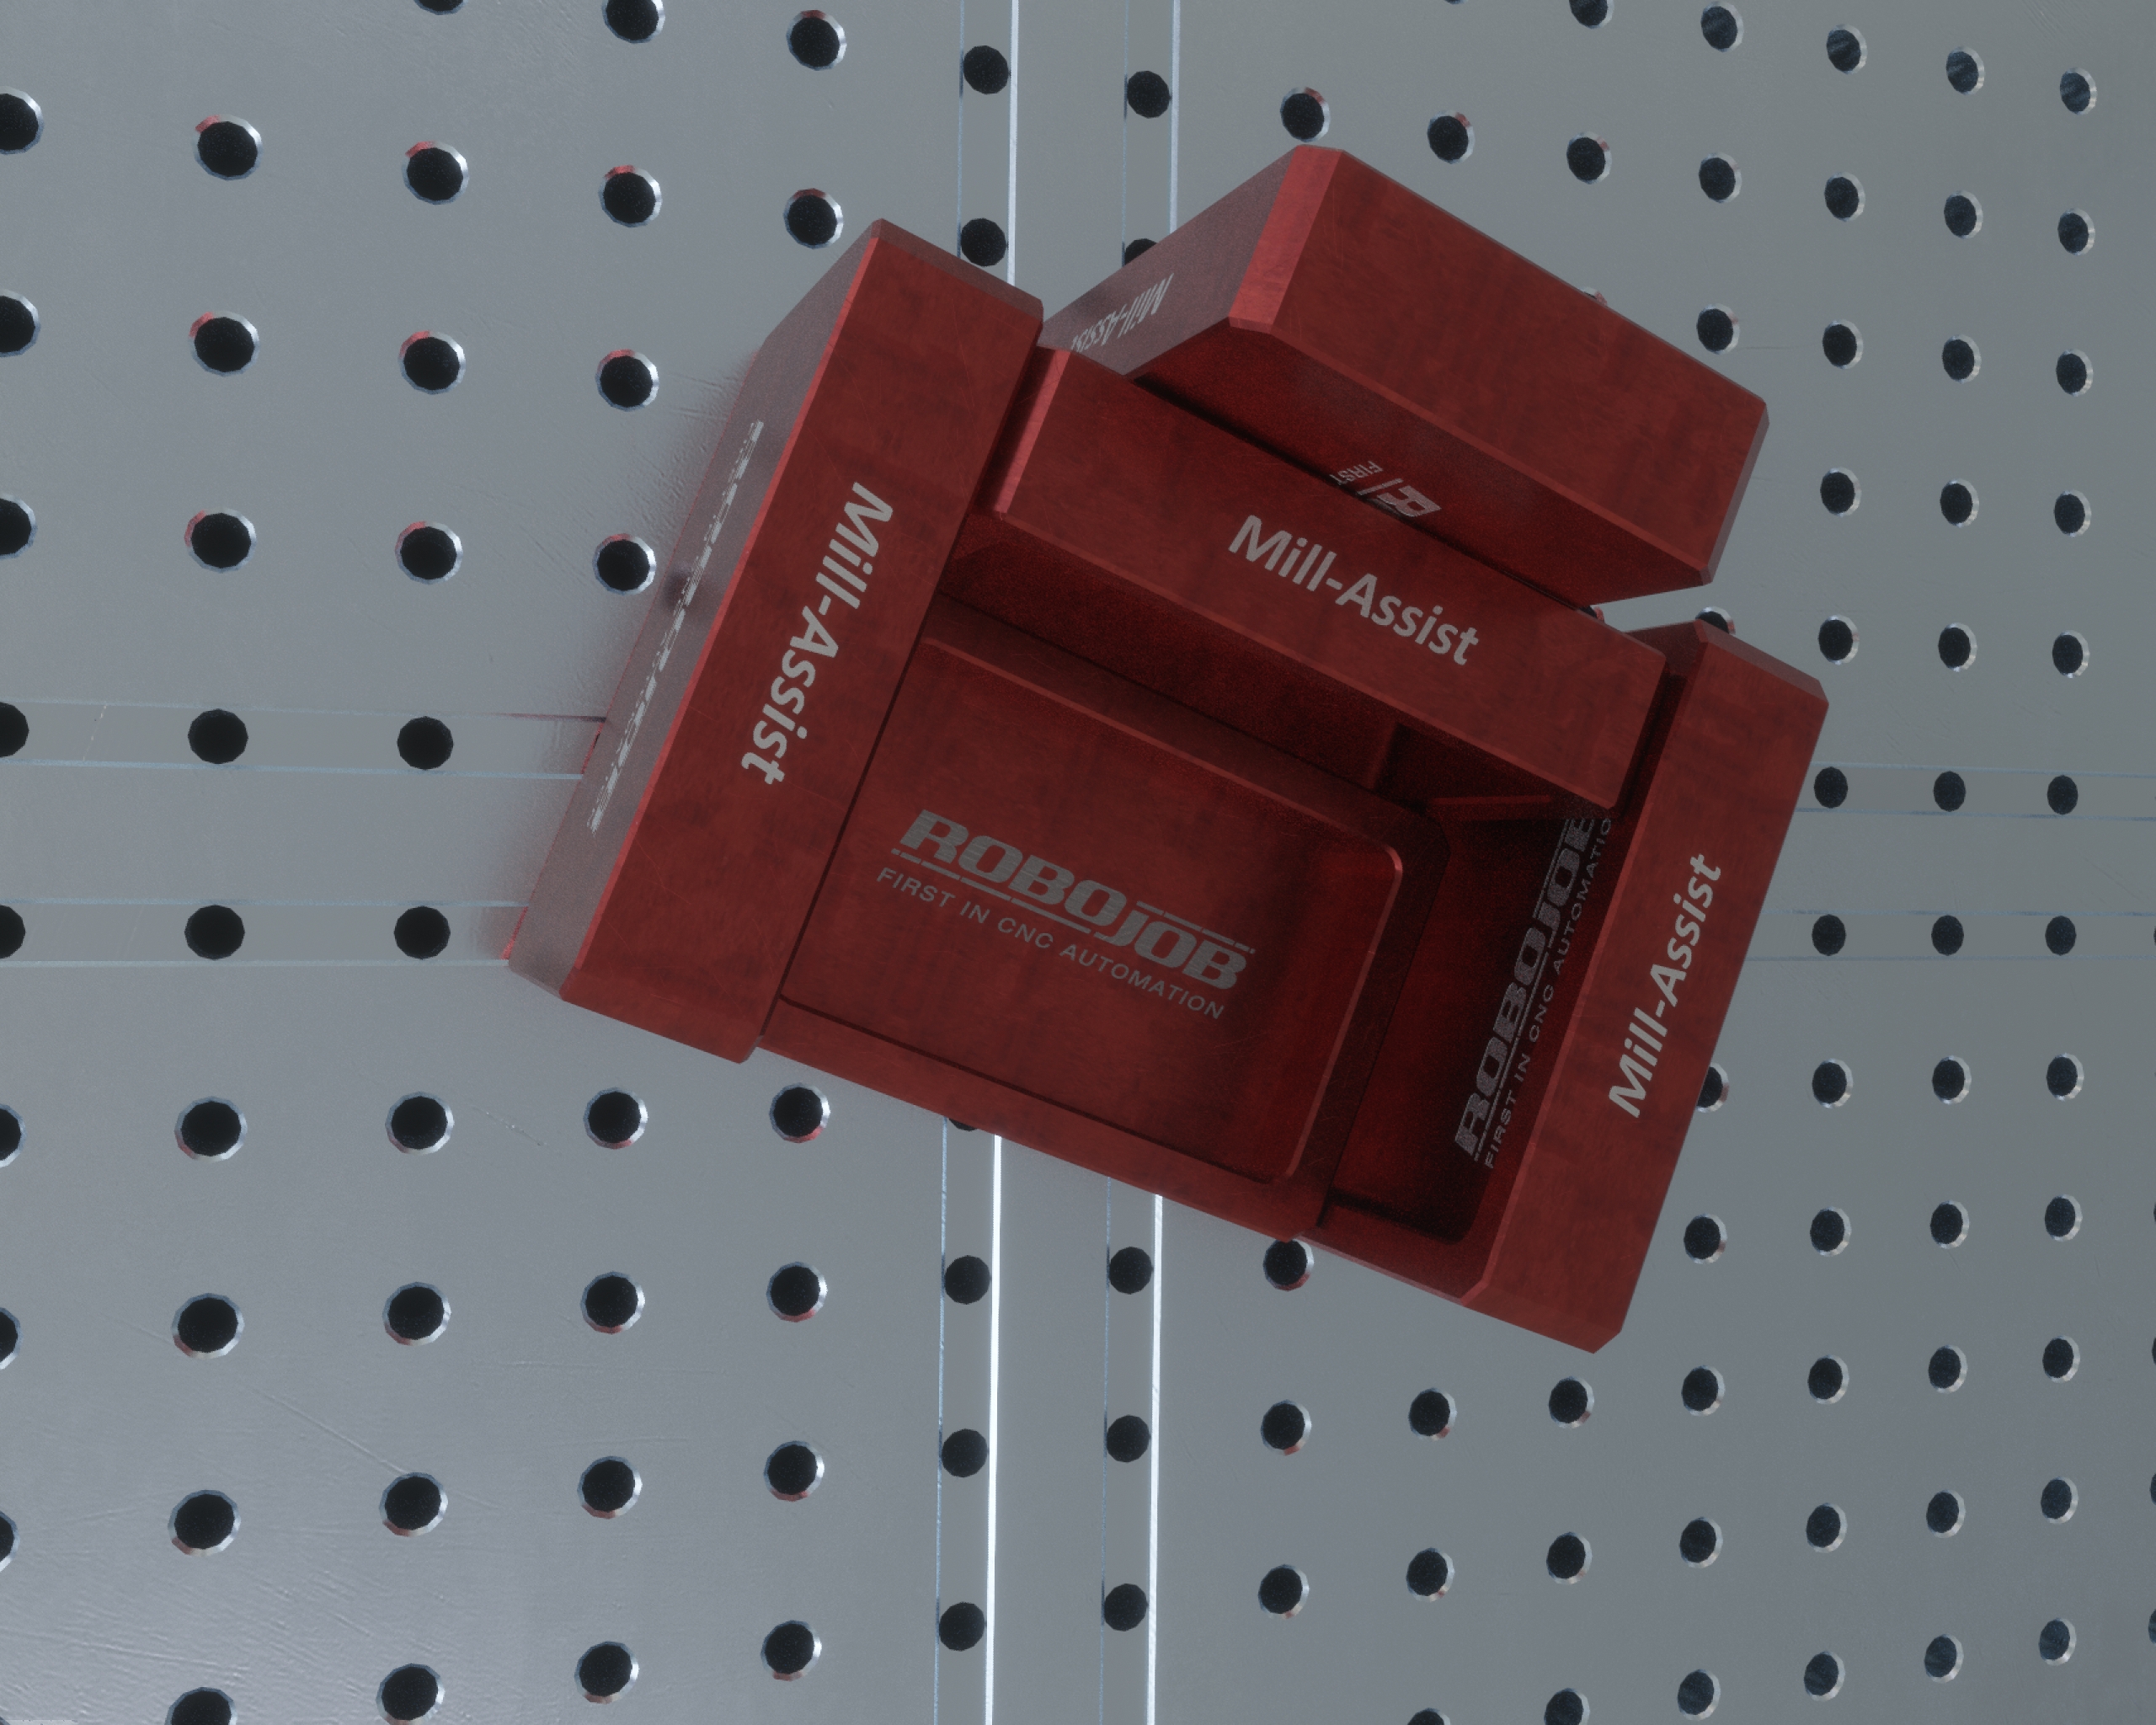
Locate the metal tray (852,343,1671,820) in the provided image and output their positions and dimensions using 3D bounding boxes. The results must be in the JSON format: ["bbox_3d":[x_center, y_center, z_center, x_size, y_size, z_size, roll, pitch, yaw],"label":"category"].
[{"bbox_3d":[0.031,-0.046,0.389,0.131,0.090,0.030,23,83,-19],"label":"metal tray"}]

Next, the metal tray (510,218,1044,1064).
[{"bbox_3d":[-0.055,-0.035,0.357,0.030,0.090,0.130,23,82,-19],"label":"metal tray"}]

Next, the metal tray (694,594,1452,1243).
[{"bbox_3d":[0.000,0.011,0.409,0.131,0.030,0.090,23,82,-19],"label":"metal tray"}]

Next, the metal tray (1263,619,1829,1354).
[{"bbox_3d":[0.088,0.021,0.409,0.030,0.090,0.130,23,83,-19],"label":"metal tray"}]

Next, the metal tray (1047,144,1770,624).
[{"bbox_3d":[0.045,-0.075,0.372,0.090,0.130,0.030,24,83,-19],"label":"metal tray"}]
